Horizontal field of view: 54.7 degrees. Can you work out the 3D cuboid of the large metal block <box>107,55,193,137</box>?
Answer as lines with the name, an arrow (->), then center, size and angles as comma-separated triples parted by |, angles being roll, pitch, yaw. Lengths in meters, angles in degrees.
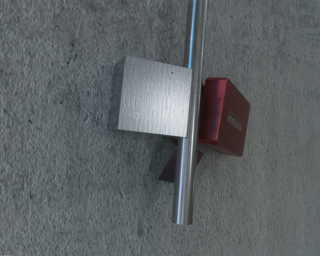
large metal block -> -0.013, -0.033, 0.365 | 0.081, 0.050, 0.080 | 7, 85, -22

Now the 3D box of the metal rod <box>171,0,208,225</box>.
metal rod -> 0.038, -0.036, 0.383 | 0.025, 0.025, 0.298 | 10, 82, -40

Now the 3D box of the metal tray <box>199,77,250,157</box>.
metal tray -> 0.097, -0.011, 0.455 | 0.130, 0.030, 0.090 | 24, 75, -59

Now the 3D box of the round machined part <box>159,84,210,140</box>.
round machined part -> 0.040, -0.025, 0.428 | 0.099, 0.042, 0.097 | 0, 90, -40

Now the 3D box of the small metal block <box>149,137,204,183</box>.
small metal block -> 0.022, 0.045, 0.412 | 0.050, 0.025, 0.050 | 20, 103, -38
